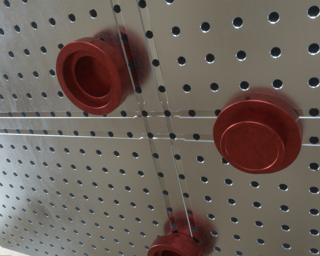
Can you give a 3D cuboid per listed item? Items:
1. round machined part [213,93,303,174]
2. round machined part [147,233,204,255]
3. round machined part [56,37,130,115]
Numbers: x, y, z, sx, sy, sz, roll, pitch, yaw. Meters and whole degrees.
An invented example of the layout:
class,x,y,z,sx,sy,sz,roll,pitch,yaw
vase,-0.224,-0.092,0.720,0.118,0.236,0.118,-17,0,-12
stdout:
class,x,y,z,sx,sy,sz,roll,pitch,yaw
round machined part,0.107,0.013,0.352,0.098,0.042,0.097,13,124,21
round machined part,0.032,0.215,0.517,0.098,0.042,0.097,13,124,21
round machined part,-0.081,-0.069,0.401,0.098,0.042,0.097,13,124,21
